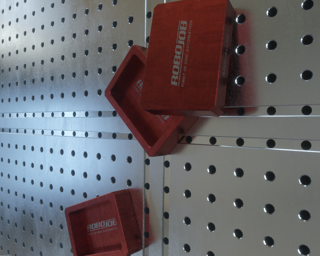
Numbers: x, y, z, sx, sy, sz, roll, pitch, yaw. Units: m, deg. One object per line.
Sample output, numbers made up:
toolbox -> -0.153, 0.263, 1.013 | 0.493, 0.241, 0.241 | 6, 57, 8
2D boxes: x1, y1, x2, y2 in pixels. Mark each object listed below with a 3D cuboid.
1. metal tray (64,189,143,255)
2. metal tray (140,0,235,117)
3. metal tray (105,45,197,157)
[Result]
metal tray -> -0.092, 0.154, 0.479 | 0.130, 0.030, 0.090 | -25, 74, 36
metal tray -> 0.031, -0.080, 0.352 | 0.090, 0.030, 0.129 | 3, 80, 28
metal tray -> -0.014, -0.037, 0.415 | 0.130, 0.030, 0.090 | 52, 120, 27
